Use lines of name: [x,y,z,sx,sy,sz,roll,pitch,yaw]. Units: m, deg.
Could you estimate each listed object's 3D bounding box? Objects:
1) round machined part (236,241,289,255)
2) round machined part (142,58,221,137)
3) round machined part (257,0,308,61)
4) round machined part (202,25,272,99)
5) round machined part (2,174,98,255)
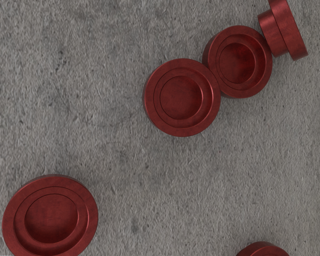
round machined part: [0.144,0.214,0.453,0.099,0.042,0.097,0,90,-20]
round machined part: [0.025,-0.039,0.404,0.099,0.042,0.097,-1,96,-12]
round machined part: [0.174,-0.141,0.445,0.098,0.042,0.098,40,39,-42]
round machined part: [0.104,-0.090,0.435,0.099,0.042,0.097,-1,93,-17]
round machined part: [-0.124,0.101,0.355,0.099,0.042,0.097,0,90,-20]
